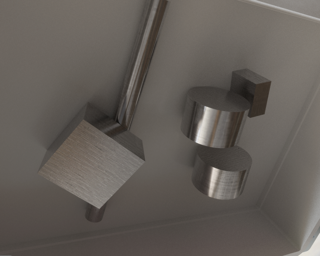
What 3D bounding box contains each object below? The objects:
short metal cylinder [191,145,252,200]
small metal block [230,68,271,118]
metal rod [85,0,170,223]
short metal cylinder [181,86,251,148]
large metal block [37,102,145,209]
[{"bbox_3d":[0.091,0.061,0.463,0.081,0.080,0.050,-7,122,-25],"label":"short metal cylinder"},{"bbox_3d":[0.124,-0.049,0.432,0.025,0.050,0.050,-14,124,-21],"label":"small metal block"},{"bbox_3d":[-0.047,-0.006,0.380,0.025,0.025,0.298,5,116,-31],"label":"metal rod"},{"bbox_3d":[0.071,-0.016,0.404,0.081,0.080,0.050,-5,121,-27],"label":"short metal cylinder"},{"bbox_3d":[-0.075,0.031,0.351,0.080,0.050,0.080,37,105,-22],"label":"large metal block"}]
